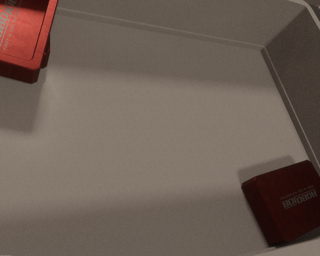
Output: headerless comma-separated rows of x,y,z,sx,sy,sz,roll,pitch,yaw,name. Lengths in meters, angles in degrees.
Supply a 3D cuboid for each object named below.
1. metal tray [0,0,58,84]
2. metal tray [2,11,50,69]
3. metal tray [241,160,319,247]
-0.169,-0.121,0.342,0.091,0.030,0.130,14,61,-22,metal tray
-0.202,-0.124,0.369,0.131,0.030,0.090,4,60,-27,metal tray
0.189,0.103,0.444,0.131,0.030,0.090,-9,66,-32,metal tray
